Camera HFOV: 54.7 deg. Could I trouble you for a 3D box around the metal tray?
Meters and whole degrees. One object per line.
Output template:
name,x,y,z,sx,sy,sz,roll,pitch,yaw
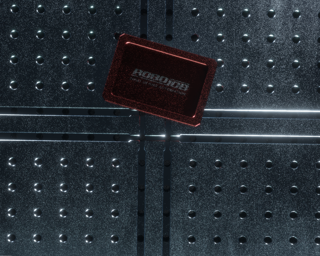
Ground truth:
metal tray,0.000,-0.061,0.410,0.131,0.030,0.090,16,90,-1
